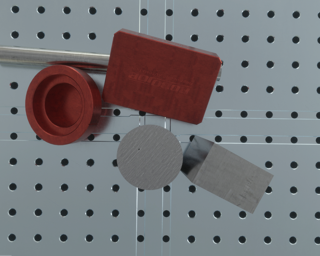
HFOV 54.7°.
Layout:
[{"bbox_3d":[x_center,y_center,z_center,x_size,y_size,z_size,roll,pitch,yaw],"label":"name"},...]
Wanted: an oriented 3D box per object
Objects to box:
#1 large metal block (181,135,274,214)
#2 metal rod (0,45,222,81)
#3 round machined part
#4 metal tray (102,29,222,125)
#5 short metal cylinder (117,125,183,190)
[{"bbox_3d":[0.076,0.053,0.381,0.080,0.080,0.050,29,90,-10],"label":"large metal block"},{"bbox_3d":[-0.071,-0.087,0.412,0.302,0.025,0.025,4,90,-1],"label":"metal rod"},{"bbox_3d":[-0.117,-0.029,0.393,0.098,0.042,0.097,1,94,19],"label":"round machined part"},{"bbox_3d":[0.001,-0.063,0.390,0.131,0.030,0.089,14,113,-5],"label":"metal tray"},{"bbox_3d":[-0.012,0.036,0.401,0.081,0.050,0.079,0,90,0],"label":"short metal cylinder"}]
